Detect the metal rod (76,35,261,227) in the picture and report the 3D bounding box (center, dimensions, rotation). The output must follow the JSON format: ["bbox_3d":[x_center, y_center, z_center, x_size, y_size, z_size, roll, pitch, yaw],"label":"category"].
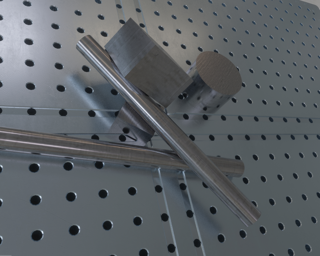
[{"bbox_3d":[0.007,0.000,0.379,0.300,0.025,0.025,46,51,5],"label":"metal rod"}]

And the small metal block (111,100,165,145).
[{"bbox_3d":[-0.028,-0.015,0.402,0.050,0.025,0.050,29,52,-10],"label":"small metal block"}]

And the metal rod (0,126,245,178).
[{"bbox_3d":[-0.027,0.034,0.373,0.302,0.025,0.025,10,58,-23],"label":"metal rod"}]

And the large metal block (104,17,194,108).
[{"bbox_3d":[-0.015,-0.083,0.396,0.080,0.050,0.080,33,17,-45],"label":"large metal block"}]

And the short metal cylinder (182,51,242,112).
[{"bbox_3d":[0.078,-0.071,0.477,0.081,0.050,0.080,14,56,-21],"label":"short metal cylinder"}]
